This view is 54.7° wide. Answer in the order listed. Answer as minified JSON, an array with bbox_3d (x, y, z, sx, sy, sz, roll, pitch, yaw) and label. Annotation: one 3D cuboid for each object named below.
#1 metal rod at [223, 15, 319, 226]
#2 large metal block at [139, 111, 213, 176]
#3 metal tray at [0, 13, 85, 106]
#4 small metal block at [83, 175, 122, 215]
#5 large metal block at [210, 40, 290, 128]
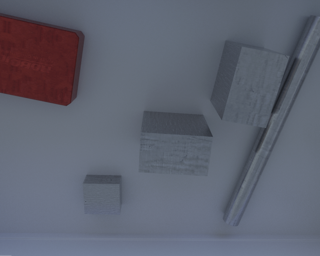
[{"bbox_3d":[0.148,0.005,0.415,0.025,0.025,0.298,15,109,-6],"label":"metal rod"},{"bbox_3d":[0.017,0.017,0.388,0.081,0.080,0.050,4,110,-2],"label":"large metal block"},{"bbox_3d":[-0.165,-0.085,0.375,0.131,0.030,0.089,11,110,-5],"label":"metal tray"},{"bbox_3d":[-0.082,0.096,0.446,0.050,0.025,0.050,1,110,-1],"label":"small metal block"},{"bbox_3d":[0.099,-0.055,0.363,0.050,0.080,0.079,10,110,-4],"label":"large metal block"}]
